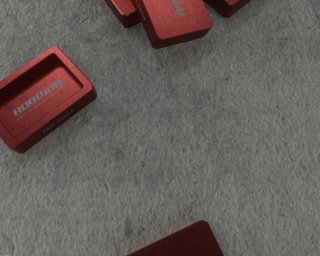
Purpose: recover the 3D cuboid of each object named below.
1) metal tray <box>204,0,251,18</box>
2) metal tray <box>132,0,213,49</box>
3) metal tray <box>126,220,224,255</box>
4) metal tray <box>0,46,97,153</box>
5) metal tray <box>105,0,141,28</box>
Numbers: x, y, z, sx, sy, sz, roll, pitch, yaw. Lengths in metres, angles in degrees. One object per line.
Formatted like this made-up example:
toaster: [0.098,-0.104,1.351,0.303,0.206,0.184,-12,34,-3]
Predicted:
metal tray: [0.093,-0.246,0.495,0.090,0.030,0.130,-41,75,-15]
metal tray: [0.010,-0.188,0.451,0.091,0.030,0.129,-20,83,-20]
metal tray: [0.011,0.171,0.343,0.131,0.030,0.090,-23,72,-9]
metal tray: [-0.164,-0.040,0.418,0.130,0.030,0.090,-40,75,-14]
metal tray: [-0.049,-0.229,0.489,0.090,0.030,0.130,-31,73,-11]
